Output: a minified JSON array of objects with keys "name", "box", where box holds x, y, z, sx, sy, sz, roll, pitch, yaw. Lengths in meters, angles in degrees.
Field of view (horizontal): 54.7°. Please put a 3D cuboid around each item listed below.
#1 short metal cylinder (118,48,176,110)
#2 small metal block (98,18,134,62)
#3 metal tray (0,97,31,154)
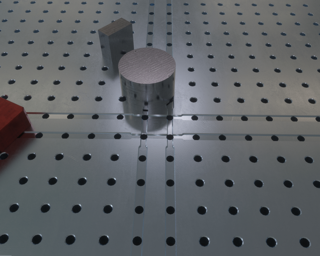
[{"name":"short metal cylinder","box":[-0.018,-0.073,0.453,0.081,0.050,0.080,0,50,0]},{"name":"small metal block","box":[-0.072,-0.146,0.514,0.025,0.050,0.050,36,59,26]},{"name":"metal tray","box":[-0.254,-0.010,0.410,0.130,0.030,0.090,22,53,17]}]
